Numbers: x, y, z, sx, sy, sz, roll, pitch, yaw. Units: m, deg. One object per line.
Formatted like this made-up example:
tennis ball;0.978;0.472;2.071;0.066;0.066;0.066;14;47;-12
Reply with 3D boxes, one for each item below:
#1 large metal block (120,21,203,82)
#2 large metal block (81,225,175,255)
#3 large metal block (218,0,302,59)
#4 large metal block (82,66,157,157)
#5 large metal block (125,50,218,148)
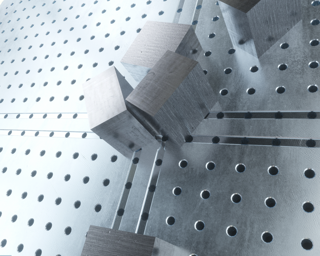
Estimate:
large metal block;0.003;-0.107;0.455;0.080;0.050;0.080;19;72;35
large metal block;-0.038;0.151;0.318;0.080;0.050;0.080;0;62;28
large metal block;0.130;-0.152;0.397;0.080;0.080;0.050;-42;51;-1
large metal block;-0.054;-0.021;0.413;0.050;0.080;0.080;-28;52;10
large metal block;0.018;-0.035;0.384;0.050;0.080;0.080;33;80;38
